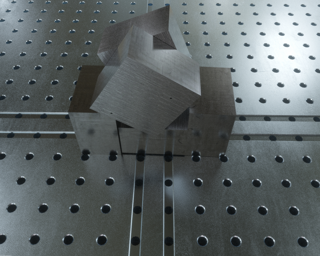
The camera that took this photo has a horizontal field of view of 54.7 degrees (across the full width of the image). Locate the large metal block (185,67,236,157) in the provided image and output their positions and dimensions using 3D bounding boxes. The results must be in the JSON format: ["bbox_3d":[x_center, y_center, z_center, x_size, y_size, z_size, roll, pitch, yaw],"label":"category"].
[{"bbox_3d":[0.059,-0.020,0.389,0.050,0.080,0.080,3,50,2],"label":"large metal block"}]

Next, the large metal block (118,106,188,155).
[{"bbox_3d":[-0.006,-0.014,0.400,0.081,0.050,0.080,2,50,1],"label":"large metal block"}]

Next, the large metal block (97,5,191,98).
[{"bbox_3d":[-0.013,-0.081,0.357,0.080,0.080,0.050,-13,47,18],"label":"large metal block"}]

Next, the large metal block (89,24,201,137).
[{"bbox_3d":[-0.015,-0.044,0.322,0.080,0.080,0.050,25,45,-23],"label":"large metal block"}]

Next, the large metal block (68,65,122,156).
[{"bbox_3d":[-0.073,-0.022,0.389,0.050,0.080,0.080,2,50,1],"label":"large metal block"}]
